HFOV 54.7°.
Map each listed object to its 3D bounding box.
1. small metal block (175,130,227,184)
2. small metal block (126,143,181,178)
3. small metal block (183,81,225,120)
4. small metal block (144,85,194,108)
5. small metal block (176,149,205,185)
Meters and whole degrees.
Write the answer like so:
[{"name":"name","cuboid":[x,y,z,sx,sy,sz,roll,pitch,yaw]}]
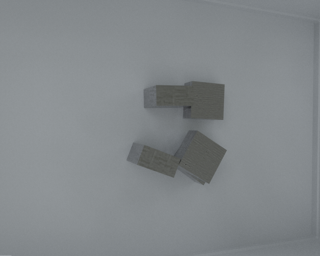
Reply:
[{"name":"small metal block","cuboid":[0.051,0.037,0.404,0.050,0.025,0.050,33,79,-18]},{"name":"small metal block","cuboid":[-0.009,0.040,0.395,0.050,0.050,0.025,22,83,-19]},{"name":"small metal block","cuboid":[0.061,-0.037,0.435,0.050,0.025,0.050,3,89,-21]},{"name":"small metal block","cuboid":[0.010,-0.040,0.402,0.050,0.050,0.025,-2,91,-20]},{"name":"small metal block","cuboid":[0.050,0.043,0.430,0.050,0.025,0.050,38,78,-17]}]
